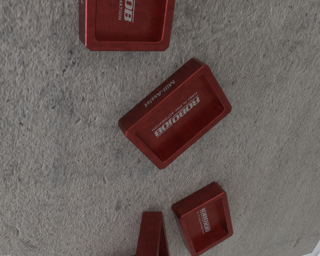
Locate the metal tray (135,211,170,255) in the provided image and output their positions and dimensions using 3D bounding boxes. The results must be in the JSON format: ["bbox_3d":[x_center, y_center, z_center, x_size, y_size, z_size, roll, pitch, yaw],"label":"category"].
[{"bbox_3d":[-0.008,0.206,0.485,0.030,0.090,0.129,-3,125,8],"label":"metal tray"}]

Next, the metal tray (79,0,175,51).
[{"bbox_3d":[-0.029,-0.142,0.299,0.091,0.030,0.129,-7,121,-25],"label":"metal tray"}]

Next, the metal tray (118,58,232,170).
[{"bbox_3d":[0.023,-0.016,0.405,0.130,0.030,0.090,-41,130,-1],"label":"metal tray"}]

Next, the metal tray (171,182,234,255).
[{"bbox_3d":[0.078,0.165,0.548,0.091,0.030,0.129,-27,128,-12],"label":"metal tray"}]
